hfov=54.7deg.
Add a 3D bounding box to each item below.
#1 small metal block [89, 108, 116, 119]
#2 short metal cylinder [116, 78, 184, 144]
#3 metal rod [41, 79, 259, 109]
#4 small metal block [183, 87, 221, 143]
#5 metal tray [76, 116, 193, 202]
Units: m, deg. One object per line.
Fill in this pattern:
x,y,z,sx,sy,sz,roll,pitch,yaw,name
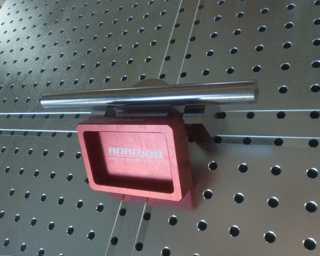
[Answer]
-0.071,-0.018,0.441,0.025,0.050,0.050,-1,61,28,small metal block
-0.010,-0.018,0.408,0.080,0.050,0.080,-13,56,21,short metal cylinder
-0.034,-0.039,0.386,0.300,0.025,0.025,1,62,29,metal rod
0.051,-0.015,0.375,0.025,0.050,0.050,-1,61,28,small metal block
-0.032,0.033,0.366,0.130,0.089,0.030,1,19,28,metal tray
